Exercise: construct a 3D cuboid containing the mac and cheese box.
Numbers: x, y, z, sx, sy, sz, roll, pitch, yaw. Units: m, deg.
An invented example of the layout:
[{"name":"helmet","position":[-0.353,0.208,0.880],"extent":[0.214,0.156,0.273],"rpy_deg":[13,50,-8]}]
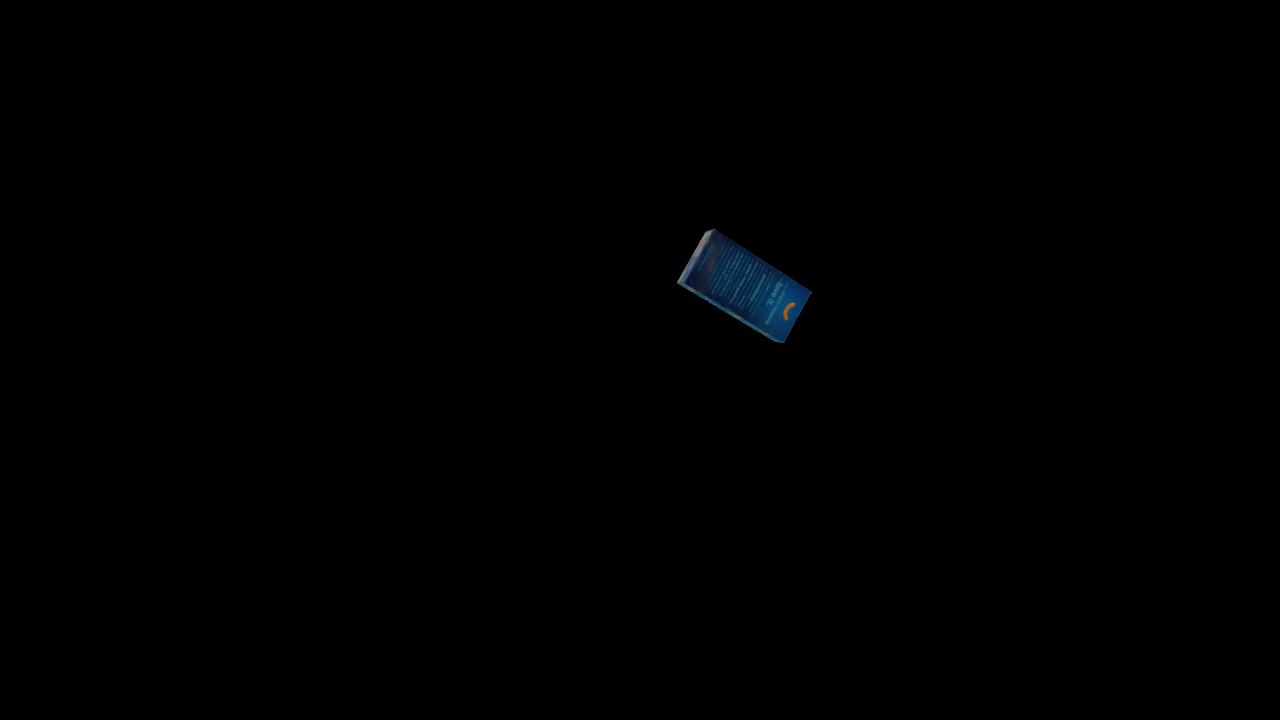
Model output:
[{"name":"mac and cheese box","position":[0.156,-0.108,0.917],"extent":[0.184,0.093,0.041],"rpy_deg":[29,-3,-16]}]
